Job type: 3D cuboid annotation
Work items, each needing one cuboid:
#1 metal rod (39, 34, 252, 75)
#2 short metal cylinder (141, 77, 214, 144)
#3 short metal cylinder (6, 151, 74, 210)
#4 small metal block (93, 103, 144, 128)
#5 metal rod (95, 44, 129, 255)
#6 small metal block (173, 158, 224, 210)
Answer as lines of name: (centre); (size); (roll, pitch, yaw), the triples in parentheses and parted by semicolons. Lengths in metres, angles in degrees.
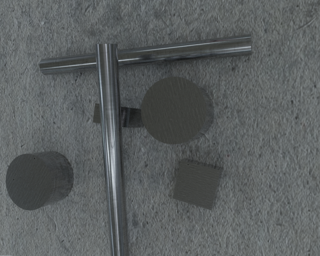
metal rod: (-0.032, -0.096, 0.420); (0.301, 0.025, 0.025); (-1, 90, 19)
short metal cylinder: (0.023, -0.021, 0.387); (0.080, 0.050, 0.079); (0, 90, 20)
short metal cylinder: (-0.177, 0.076, 0.458); (0.080, 0.050, 0.079); (0, 90, 20)
small metal block: (-0.053, -0.016, 0.414); (0.050, 0.050, 0.025); (9, 93, 20)
metal rod: (-0.058, 0.048, 0.389); (0.025, 0.025, 0.298); (4, 106, 20)
small metal block: (0.048, 0.070, 0.392); (0.050, 0.025, 0.050); (13, 94, 19)
